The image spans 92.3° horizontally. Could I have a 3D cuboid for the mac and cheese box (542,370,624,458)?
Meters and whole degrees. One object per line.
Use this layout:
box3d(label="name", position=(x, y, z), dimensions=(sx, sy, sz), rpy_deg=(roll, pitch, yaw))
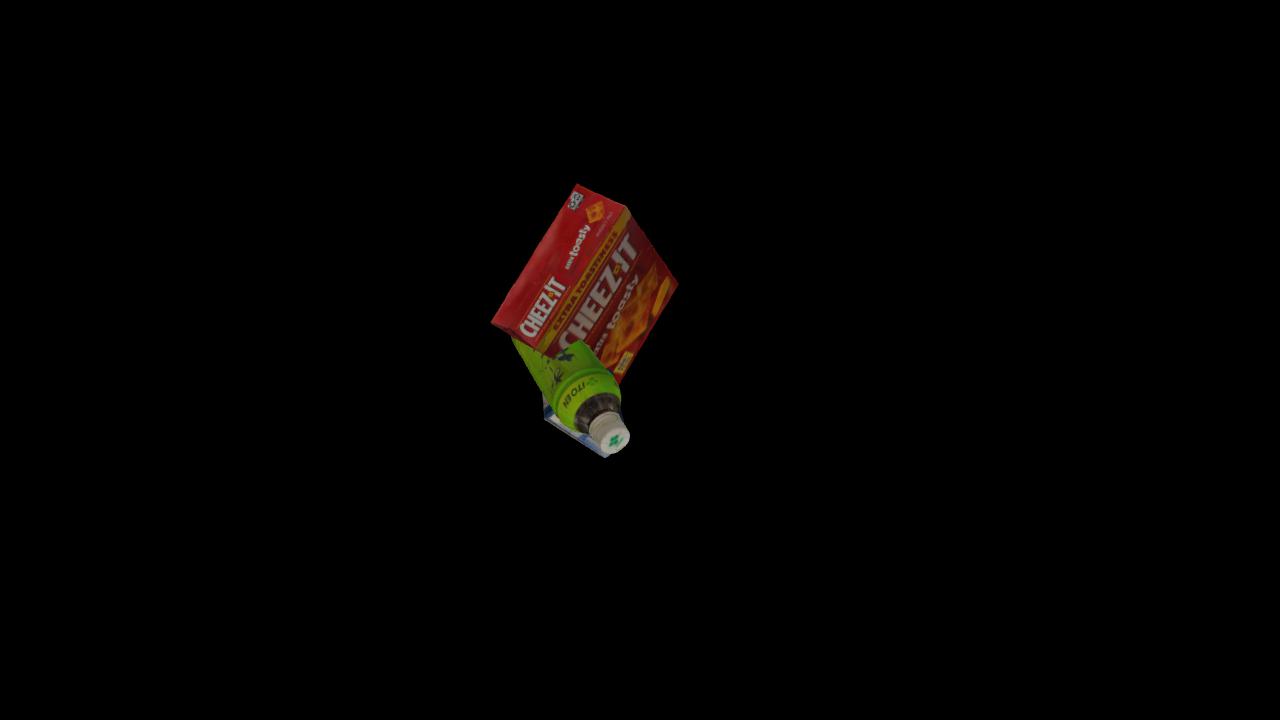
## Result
box3d(label="mac and cheese box", position=(-0.069, 0.016, 0.695), dimensions=(0.093, 0.041, 0.184), rpy_deg=(37, 22, -33))

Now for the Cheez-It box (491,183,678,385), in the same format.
box3d(label="Cheez-It box", position=(-0.047, -0.068, 0.689), dimensions=(0.071, 0.166, 0.223), rpy_deg=(29, -3, 22))

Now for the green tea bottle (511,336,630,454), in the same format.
box3d(label="green tea bottle", position=(-0.070, 0.018, 0.632), dimensions=(0.073, 0.073, 0.212), rpy_deg=(0, 35, -34))
